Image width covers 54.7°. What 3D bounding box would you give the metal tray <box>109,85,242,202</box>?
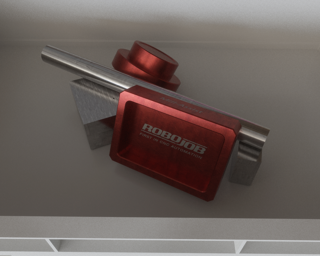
[{"bbox_3d":[0.012,0.015,0.344,0.130,0.089,0.030,21,26,16],"label":"metal tray"}]

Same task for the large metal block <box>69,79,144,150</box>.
[{"bbox_3d":[-0.066,-0.028,0.409,0.081,0.050,0.080,-18,52,-15],"label":"large metal block"}]

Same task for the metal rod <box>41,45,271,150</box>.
[{"bbox_3d":[-0.019,-0.044,0.374,0.301,0.025,0.025,23,54,18],"label":"metal rod"}]

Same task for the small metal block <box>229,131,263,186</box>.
[{"bbox_3d":[0.101,0.031,0.362,0.025,0.050,0.050,11,51,9],"label":"small metal block"}]

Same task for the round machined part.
[{"bbox_3d":[-0.013,-0.087,0.431,0.098,0.042,0.098,26,20,-10],"label":"round machined part"}]
